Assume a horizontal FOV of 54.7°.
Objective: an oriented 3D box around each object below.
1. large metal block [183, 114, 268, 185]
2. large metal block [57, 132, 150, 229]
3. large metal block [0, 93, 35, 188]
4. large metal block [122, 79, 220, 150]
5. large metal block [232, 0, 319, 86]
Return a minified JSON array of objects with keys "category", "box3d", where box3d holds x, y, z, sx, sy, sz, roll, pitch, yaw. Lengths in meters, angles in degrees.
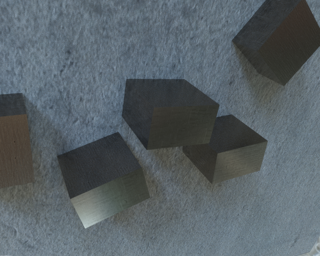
[{"category":"large metal block","box3d":[0.089,0.026,0.438,0.081,0.080,0.050,-11,123,-23]},{"category":"large metal block","box3d":[-0.068,0.058,0.371,0.081,0.080,0.050,-23,127,-15]},{"category":"large metal block","box3d":[-0.173,0.015,0.306,0.081,0.050,0.079,-8,122,-25]},{"category":"large metal block","box3d":[0.009,-0.020,0.365,0.081,0.080,0.050,-4,121,-27]},{"category":"large metal block","box3d":[0.156,-0.116,0.407,0.080,0.050,0.080,34,99,-39]}]
